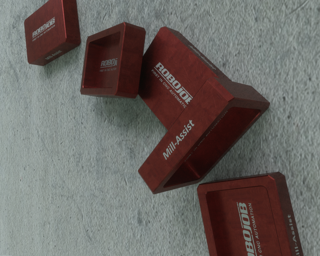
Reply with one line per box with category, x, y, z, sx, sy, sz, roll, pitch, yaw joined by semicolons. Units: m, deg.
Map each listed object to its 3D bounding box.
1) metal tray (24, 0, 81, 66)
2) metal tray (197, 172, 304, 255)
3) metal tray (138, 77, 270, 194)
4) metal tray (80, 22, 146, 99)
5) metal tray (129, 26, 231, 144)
metal tray;-0.200;-0.176;0.567;0.130;0.030;0.090;-13;82;39
metal tray;0.095;0.117;0.323;0.090;0.030;0.129;-17;79;38
metal tray;0.046;0.011;0.324;0.030;0.091;0.129;51;120;27
metal tray;-0.070;-0.089;0.432;0.130;0.030;0.089;10;93;56
metal tray;0.025;-0.051;0.381;0.130;0.030;0.090;51;120;27
